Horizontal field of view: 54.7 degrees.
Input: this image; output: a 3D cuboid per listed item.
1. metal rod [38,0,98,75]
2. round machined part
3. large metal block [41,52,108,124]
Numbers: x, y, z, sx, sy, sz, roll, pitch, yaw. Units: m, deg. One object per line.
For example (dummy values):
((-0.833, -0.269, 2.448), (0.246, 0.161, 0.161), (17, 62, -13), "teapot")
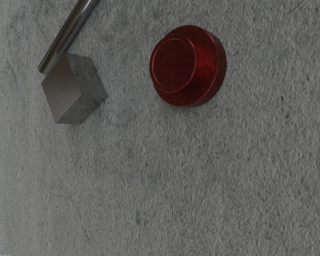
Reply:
((-0.124, -0.197, 0.504), (0.299, 0.025, 0.025), (-44, 64, 30), "metal rod")
((0.026, -0.074, 0.371), (0.098, 0.042, 0.097), (0, 90, 39), "round machined part")
((-0.140, -0.062, 0.501), (0.080, 0.050, 0.080), (-39, 67, 33), "large metal block")
